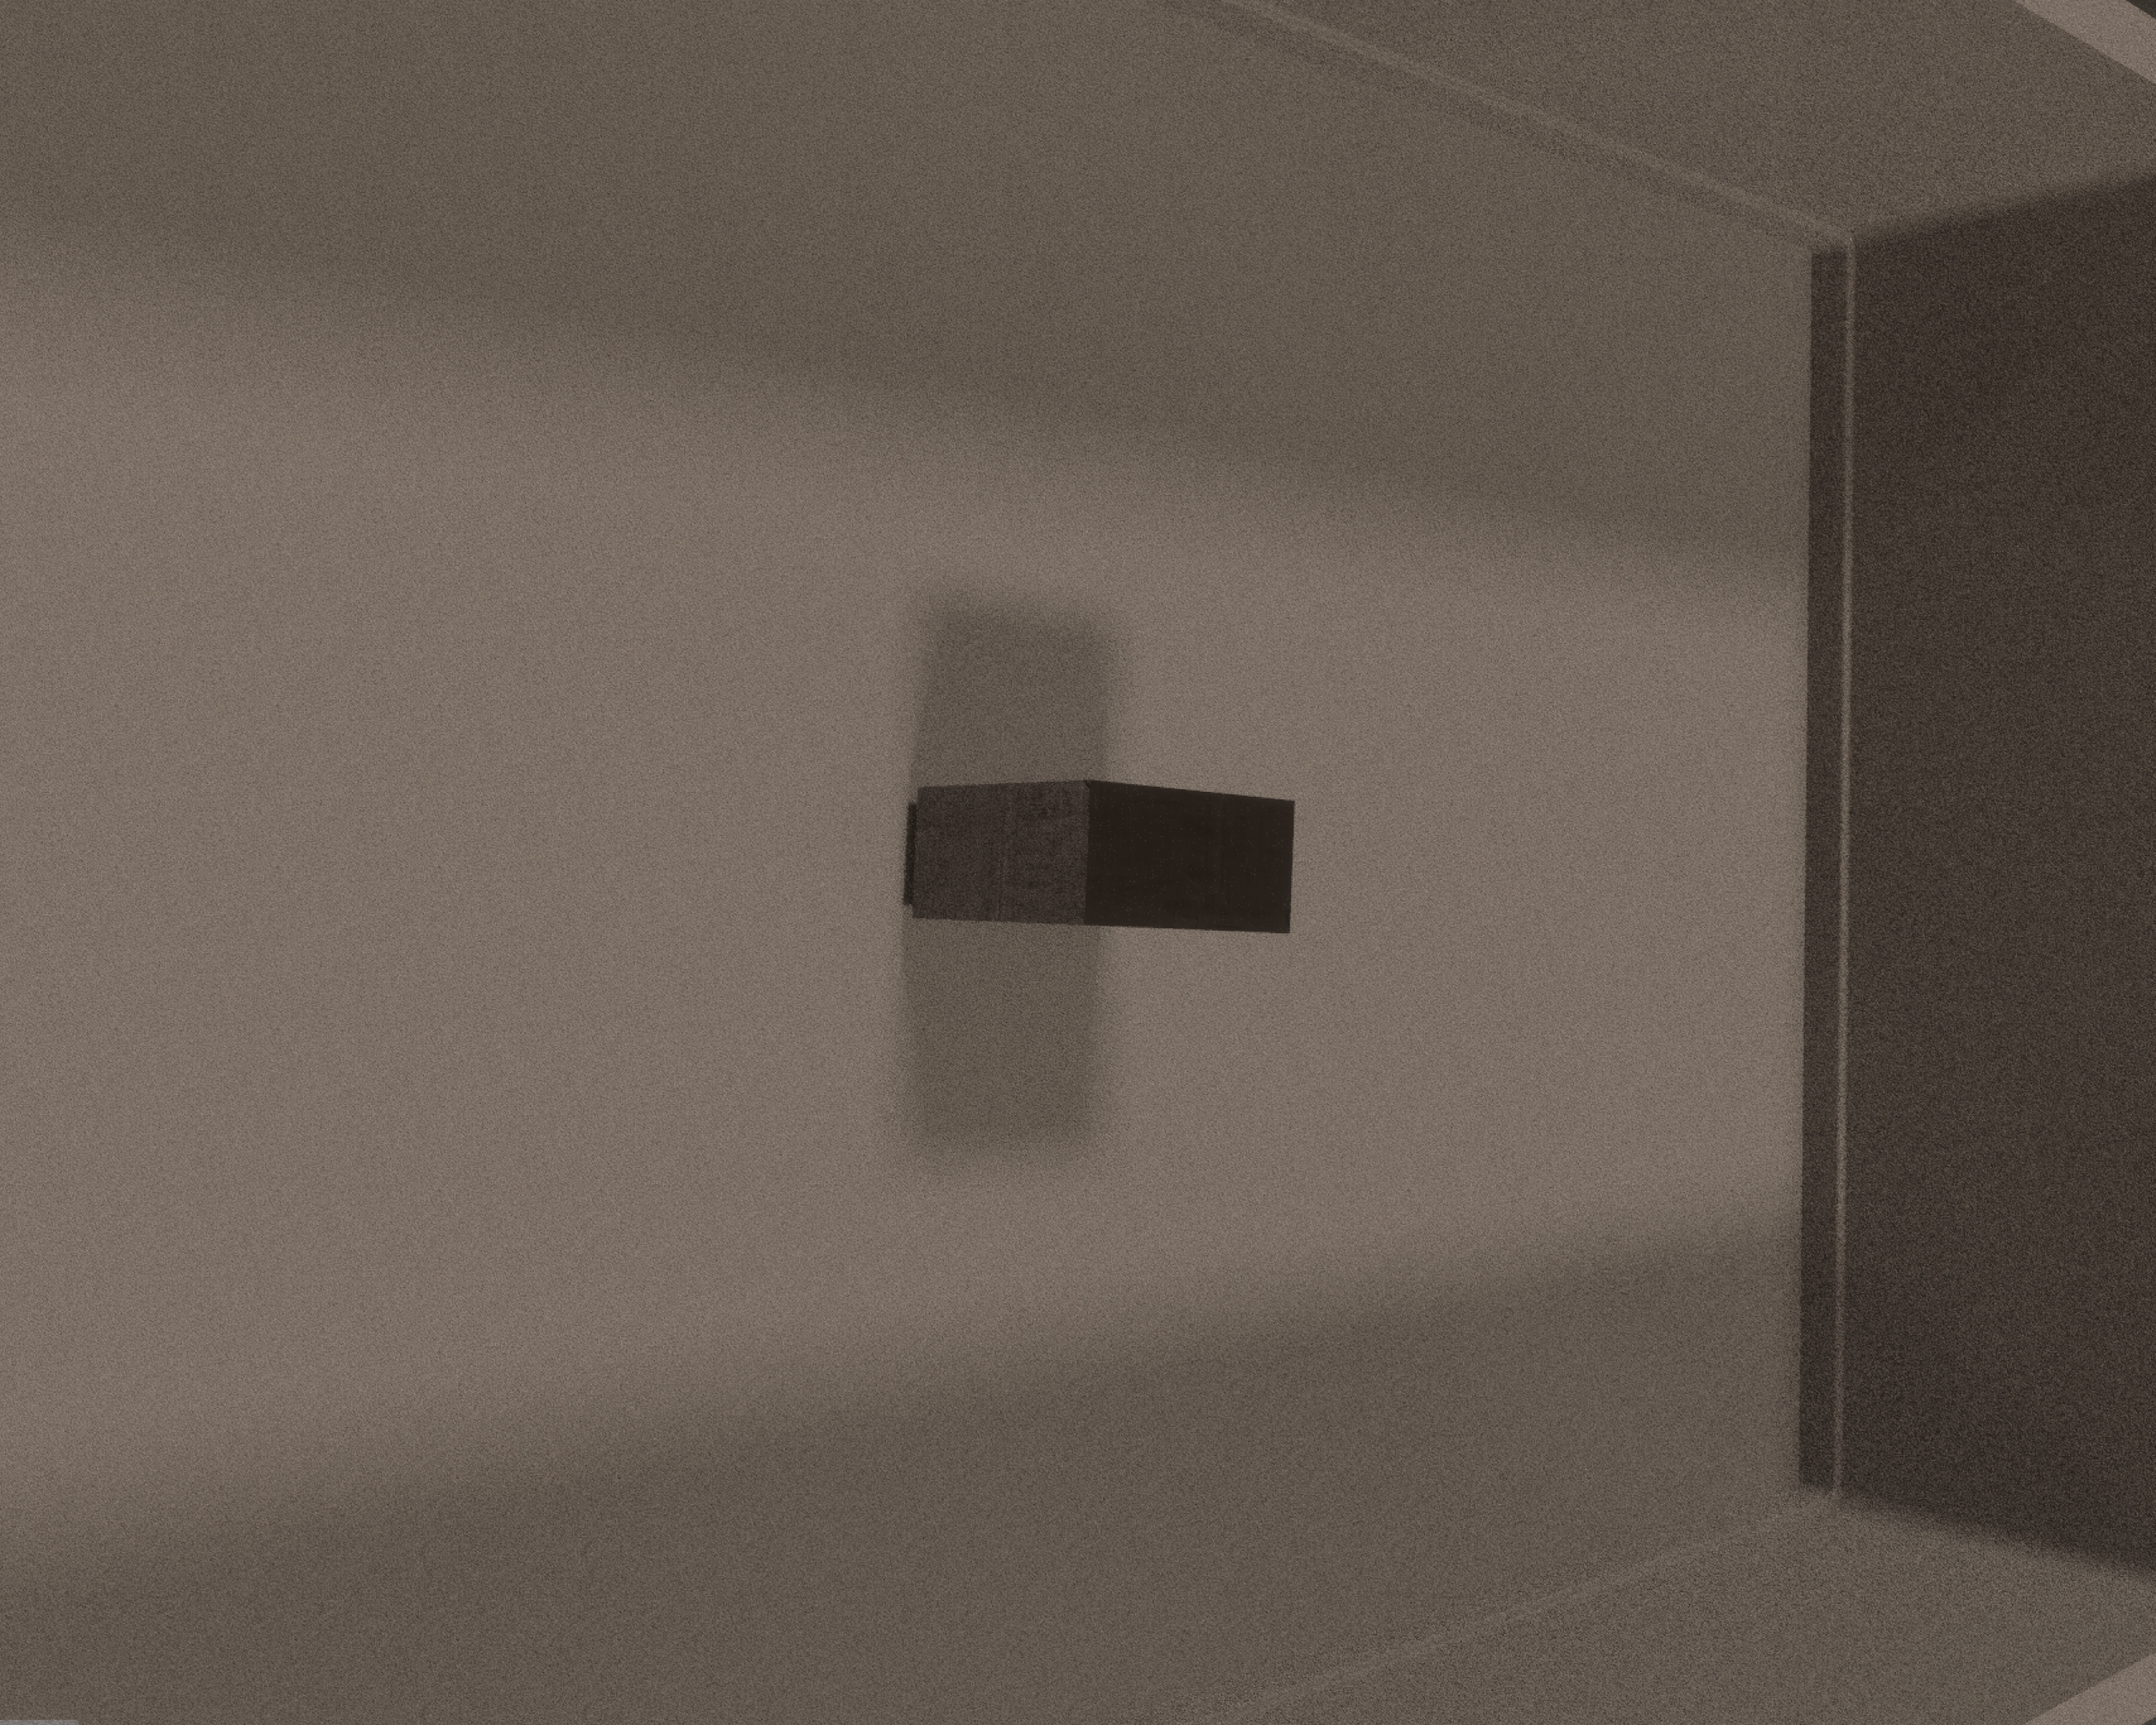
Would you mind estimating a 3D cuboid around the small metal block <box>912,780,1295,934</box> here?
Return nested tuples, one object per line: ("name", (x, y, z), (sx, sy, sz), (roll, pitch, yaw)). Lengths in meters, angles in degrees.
("small metal block", (0.005, -0.001, 0.392), (0.050, 0.050, 0.025), (4, 87, -40))
